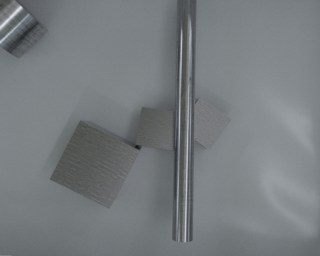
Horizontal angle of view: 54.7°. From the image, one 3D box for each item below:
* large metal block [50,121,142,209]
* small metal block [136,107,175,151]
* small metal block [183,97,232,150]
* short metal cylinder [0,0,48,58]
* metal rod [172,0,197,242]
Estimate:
[{"bbox_3d":[-0.079,0.044,0.398,0.080,0.050,0.080,27,90,-1],"label":"large metal block"},{"bbox_3d":[-0.003,0.002,0.409,0.050,0.025,0.050,9,84,-1],"label":"small metal block"},{"bbox_3d":[0.058,-0.006,0.412,0.050,0.025,0.050,35,90,-1],"label":"small metal block"},{"bbox_3d":[-0.187,-0.133,0.381,0.050,0.080,0.080,-45,91,0],"label":"short metal cylinder"},{"bbox_3d":[0.031,-0.014,0.387,0.025,0.025,0.298,1,86,-1],"label":"metal rod"}]
